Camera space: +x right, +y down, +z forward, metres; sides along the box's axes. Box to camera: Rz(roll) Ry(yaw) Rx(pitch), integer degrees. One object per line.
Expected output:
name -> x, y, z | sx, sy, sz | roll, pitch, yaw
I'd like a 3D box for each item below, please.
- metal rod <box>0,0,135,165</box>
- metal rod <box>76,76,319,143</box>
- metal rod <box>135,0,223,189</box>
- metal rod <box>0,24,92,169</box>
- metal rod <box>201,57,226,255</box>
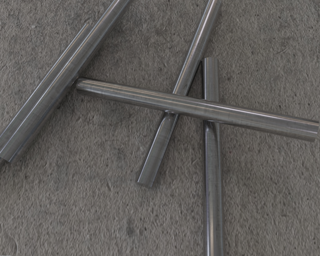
metal rod -> -0.116, -0.085, 0.423 | 0.025, 0.025, 0.300 | 27, 72, 9
metal rod -> 0.032, -0.028, 0.386 | 0.301, 0.025, 0.025 | 13, 70, 17
metal rod -> 0.032, -0.061, 0.430 | 0.025, 0.025, 0.300 | 19, 71, 7
metal rod -> -0.174, -0.022, 0.414 | 0.025, 0.025, 0.300 | 27, 72, 9
metal rod -> 0.066, 0.046, 0.391 | 0.025, 0.025, 0.299 | 2, 70, 1
